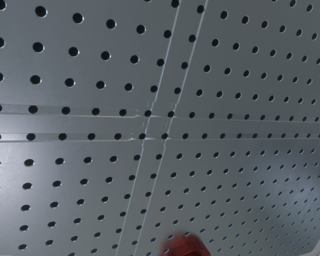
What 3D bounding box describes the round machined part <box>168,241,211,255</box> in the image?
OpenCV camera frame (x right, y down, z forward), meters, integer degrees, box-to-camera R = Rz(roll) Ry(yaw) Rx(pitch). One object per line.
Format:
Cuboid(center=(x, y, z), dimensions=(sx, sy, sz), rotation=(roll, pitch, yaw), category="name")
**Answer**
Cuboid(center=(0.057, 0.270, 0.597), dimensions=(0.099, 0.042, 0.097), rotation=(-14, 124, -21), category="round machined part")
